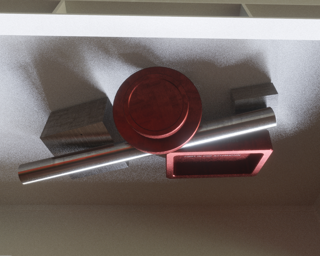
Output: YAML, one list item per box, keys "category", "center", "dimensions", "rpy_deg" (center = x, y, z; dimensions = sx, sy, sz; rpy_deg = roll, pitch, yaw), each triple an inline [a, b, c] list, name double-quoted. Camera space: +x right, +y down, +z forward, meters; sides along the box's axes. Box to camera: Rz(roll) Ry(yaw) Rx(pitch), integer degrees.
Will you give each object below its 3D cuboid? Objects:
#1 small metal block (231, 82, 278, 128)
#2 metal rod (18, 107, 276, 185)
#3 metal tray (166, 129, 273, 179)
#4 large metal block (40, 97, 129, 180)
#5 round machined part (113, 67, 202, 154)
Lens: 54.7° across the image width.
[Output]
- category: "small metal block"
  center: [0.118, -0.025, 0.387]
  dimensions: [0.050, 0.025, 0.050]
  rpy_deg: [-9, 130, 7]
- category: "metal rod"
  center: [-0.015, 0.021, 0.366]
  dimensions: [0.302, 0.025, 0.025]
  rpy_deg: [-13, 130, 1]
- category: "metal tray"
  center: [0.073, 0.037, 0.418]
  dimensions: [0.131, 0.030, 0.090]
  rpy_deg: [-2, 150, 0]
- category: "large metal block"
  center: [-0.091, 0.015, 0.401]
  dimensions: [0.080, 0.050, 0.080]
  rpy_deg: [-14, 129, 11]
- category: "round machined part"
  center: [-0.003, -0.021, 0.339]
  dimensions: [0.099, 0.097, 0.042]
  rpy_deg: [-4, 171, 2]
